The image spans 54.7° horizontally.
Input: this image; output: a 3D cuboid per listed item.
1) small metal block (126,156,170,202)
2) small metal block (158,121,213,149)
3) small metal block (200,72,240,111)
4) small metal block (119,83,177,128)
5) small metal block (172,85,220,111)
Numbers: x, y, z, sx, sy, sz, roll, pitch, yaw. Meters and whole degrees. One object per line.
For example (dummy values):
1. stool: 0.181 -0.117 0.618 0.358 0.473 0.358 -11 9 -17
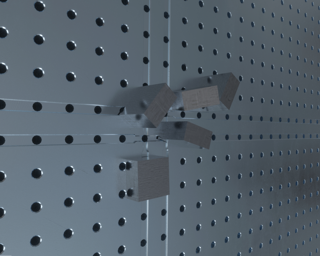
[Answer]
1. small metal block: -0.015 0.064 0.398 0.050 0.025 0.050 -3 92 -40
2. small metal block: 0.035 0.010 0.424 0.050 0.050 0.025 21 77 -39
3. small metal block: 0.085 -0.054 0.467 0.025 0.050 0.050 39 66 -34
4. small metal block: -0.015 -0.027 0.382 0.025 0.050 0.050 49 61 -30
5. small metal block: 0.046 -0.041 0.423 0.050 0.050 0.025 -12 99 -15
